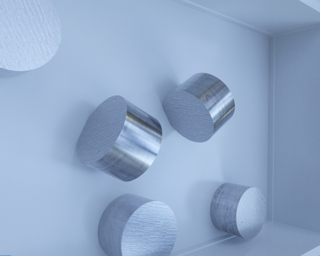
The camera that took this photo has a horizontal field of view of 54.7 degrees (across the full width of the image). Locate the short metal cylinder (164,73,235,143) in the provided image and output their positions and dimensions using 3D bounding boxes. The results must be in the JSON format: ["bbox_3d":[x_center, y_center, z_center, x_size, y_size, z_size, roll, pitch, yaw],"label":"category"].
[{"bbox_3d":[0.052,-0.027,0.417,0.050,0.080,0.080,-40,115,-33],"label":"short metal cylinder"}]

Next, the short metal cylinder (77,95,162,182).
[{"bbox_3d":[-0.044,0.012,0.335,0.050,0.080,0.080,33,70,-36],"label":"short metal cylinder"}]

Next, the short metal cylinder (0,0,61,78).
[{"bbox_3d":[-0.137,-0.087,0.276,0.081,0.050,0.079,0,90,-40],"label":"short metal cylinder"}]

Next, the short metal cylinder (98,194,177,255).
[{"bbox_3d":[-0.026,0.123,0.371,0.081,0.050,0.079,0,90,-40],"label":"short metal cylinder"}]

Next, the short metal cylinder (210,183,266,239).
[{"bbox_3d":[0.127,0.132,0.500,0.081,0.050,0.079,0,90,-40],"label":"short metal cylinder"}]
